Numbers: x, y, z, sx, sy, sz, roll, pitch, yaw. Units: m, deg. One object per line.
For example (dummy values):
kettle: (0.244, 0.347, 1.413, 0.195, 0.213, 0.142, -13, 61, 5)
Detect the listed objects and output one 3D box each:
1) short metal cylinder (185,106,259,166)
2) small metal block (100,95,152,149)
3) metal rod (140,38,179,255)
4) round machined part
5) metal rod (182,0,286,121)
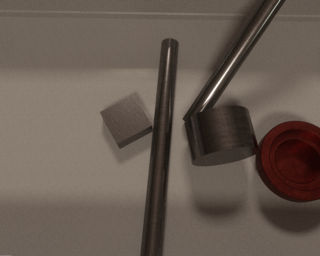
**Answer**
short metal cylinder: (0.074, 0.012, 0.377, 0.081, 0.080, 0.050, -8, 71, -3)
small metal block: (-0.044, -0.008, 0.412, 0.050, 0.025, 0.050, -28, 73, -10)
metal rod: (0.002, 0.016, 0.403, 0.025, 0.025, 0.299, 5, 70, 1)
round machined part: (0.168, 0.044, 0.387, 0.099, 0.042, 0.098, 0, 70, -1)
metal rod: (0.120, -0.128, 0.384, 0.025, 0.025, 0.299, 35, 102, 11)
